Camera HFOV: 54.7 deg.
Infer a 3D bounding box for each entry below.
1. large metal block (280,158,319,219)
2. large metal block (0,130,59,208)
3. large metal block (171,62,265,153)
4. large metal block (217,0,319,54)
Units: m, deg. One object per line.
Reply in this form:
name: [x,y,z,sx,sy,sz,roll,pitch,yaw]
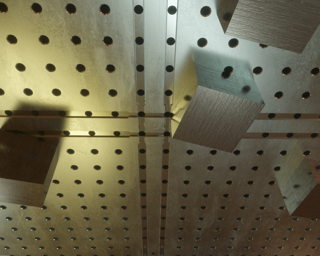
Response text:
large metal block: [0.250,0.097,0.482,0.081,0.050,0.079,9,130,-8]
large metal block: [-0.189,0.054,0.419,0.081,0.080,0.050,11,129,-10]
large metal block: [0.065,-0.023,0.377,0.081,0.050,0.079,14,129,-13]
large metal block: [0.109,-0.125,0.290,0.081,0.050,0.079,11,129,-10]
